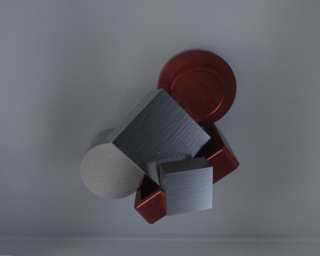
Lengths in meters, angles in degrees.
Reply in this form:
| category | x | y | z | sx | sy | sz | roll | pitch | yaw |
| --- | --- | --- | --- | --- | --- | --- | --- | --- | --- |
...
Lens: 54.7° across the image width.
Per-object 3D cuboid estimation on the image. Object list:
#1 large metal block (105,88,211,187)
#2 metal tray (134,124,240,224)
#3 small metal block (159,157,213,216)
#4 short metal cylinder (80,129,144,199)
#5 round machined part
| category | x | y | z | sx | sy | sz | roll | pitch | yaw |
| --- | --- | --- | --- | --- | --- | --- | --- | --- | --- |
| large metal block | -0.003 | 0.012 | 0.363 | 0.080 | 0.050 | 0.080 | 45 | 79 | -15 |
| metal tray | 0.029 | 0.054 | 0.395 | 0.130 | 0.090 | 0.030 | -36 | 106 | 11 |
| small metal block | 0.028 | 0.062 | 0.331 | 0.050 | 0.025 | 0.050 | -7 | 110 | -12 |
| short metal cylinder | -0.060 | 0.047 | 0.412 | 0.081 | 0.050 | 0.079 | 0 | 110 | -1 |
| round machined part | 0.046 | -0.046 | 0.384 | 0.099 | 0.042 | 0.097 | 0 | 110 | -1 |
